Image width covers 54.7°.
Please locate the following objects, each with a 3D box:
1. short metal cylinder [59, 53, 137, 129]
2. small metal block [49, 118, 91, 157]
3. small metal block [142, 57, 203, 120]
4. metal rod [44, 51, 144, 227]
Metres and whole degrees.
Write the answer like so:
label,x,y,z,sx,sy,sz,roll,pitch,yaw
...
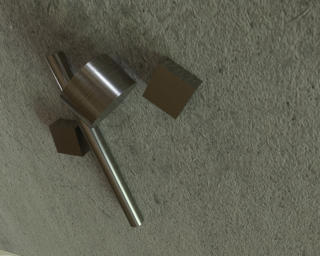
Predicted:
label,x,y,z,sx,sy,sz,roll,pitch,yaw
short metal cylinder,-0.075,-0.045,0.381,0.050,0.080,0.080,45,129,-3
small metal block,-0.141,0.015,0.488,0.050,0.025,0.050,6,121,25
small metal block,0.014,-0.047,0.369,0.050,0.025,0.050,35,129,4
metal rod,-0.092,0.030,0.471,0.025,0.025,0.299,-9,114,32
